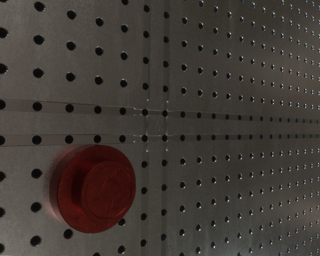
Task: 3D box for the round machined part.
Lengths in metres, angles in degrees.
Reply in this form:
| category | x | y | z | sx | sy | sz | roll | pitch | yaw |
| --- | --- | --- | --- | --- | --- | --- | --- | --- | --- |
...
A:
| category | x | y | z | sx | sy | sz | roll | pitch | yaw |
| --- | --- | --- | --- | --- | --- | --- | --- | --- | --- |
| round machined part | -0.066 | 0.068 | 0.344 | 0.099 | 0.042 | 0.097 | 0 | 90 | -40 |
